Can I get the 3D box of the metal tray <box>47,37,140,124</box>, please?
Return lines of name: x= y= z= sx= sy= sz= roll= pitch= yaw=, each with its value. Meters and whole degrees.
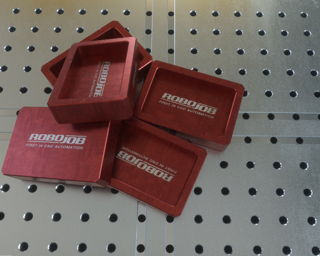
metal tray: x=-0.076 y=-0.063 z=0.386 sx=0.090 sy=0.030 sz=0.130 roll=-4 pitch=46 yaw=6

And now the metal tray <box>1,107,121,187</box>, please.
metal tray: x=-0.121 y=0.021 z=0.383 sx=0.130 sy=0.030 sz=0.090 roll=2 pitch=70 yaw=15

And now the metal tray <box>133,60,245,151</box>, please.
metal tray: x=0.039 y=-0.031 z=0.419 sx=0.130 sy=0.030 sz=0.090 roll=17 pitch=71 yaw=6

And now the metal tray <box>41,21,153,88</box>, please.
metal tray: x=-0.086 y=-0.084 z=0.438 sx=0.130 sy=0.030 sz=0.090 roll=-38 pitch=74 yaw=-13

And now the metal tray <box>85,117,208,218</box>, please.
metal tray: x=-0.018 y=0.045 z=0.392 sx=0.130 sy=0.030 sz=0.090 roll=24 pitch=72 yaw=8
